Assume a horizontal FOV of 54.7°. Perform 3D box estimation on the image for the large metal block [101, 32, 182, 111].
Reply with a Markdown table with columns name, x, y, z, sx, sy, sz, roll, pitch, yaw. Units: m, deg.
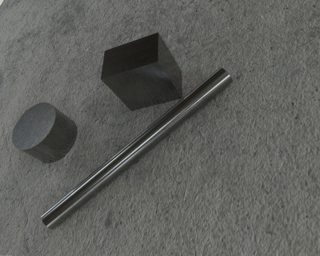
| name | x | y | z | sx | sy | sz | roll | pitch | yaw |
| --- | --- | --- | --- | --- | --- | --- | --- | --- | --- |
| large metal block | -0.022 | -0.073 | 0.425 | 0.080 | 0.080 | 0.050 | -13 | 57 | 21 |

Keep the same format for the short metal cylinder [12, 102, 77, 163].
| name | x | y | z | sx | sy | sz | roll | pitch | yaw |
| --- | --- | --- | --- | --- | --- | --- | --- | --- | --- |
| short metal cylinder | -0.176 | 0.008 | 0.475 | 0.080 | 0.050 | 0.080 | -13 | 56 | 21 |

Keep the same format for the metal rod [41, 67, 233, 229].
| name | x | y | z | sx | sy | sz | roll | pitch | yaw |
| --- | --- | --- | --- | --- | --- | --- | --- | --- | --- |
| metal rod | -0.030 | 0.027 | 0.403 | 0.300 | 0.025 | 0.025 | -39 | 51 | 1 |
